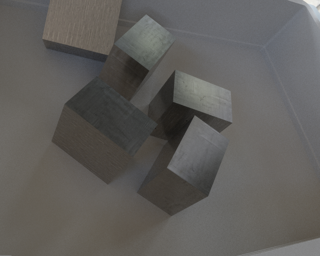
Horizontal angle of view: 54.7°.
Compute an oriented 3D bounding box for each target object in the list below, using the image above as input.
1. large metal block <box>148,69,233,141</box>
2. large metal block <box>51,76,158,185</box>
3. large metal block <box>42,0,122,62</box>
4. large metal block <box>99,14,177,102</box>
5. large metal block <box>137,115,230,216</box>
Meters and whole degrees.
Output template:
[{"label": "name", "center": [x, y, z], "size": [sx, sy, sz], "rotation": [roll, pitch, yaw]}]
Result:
[{"label": "large metal block", "center": [0.036, -0.020, 0.404], "size": [0.081, 0.080, 0.050], "rotation": [18, 55, -19]}, {"label": "large metal block", "center": [-0.062, 0.006, 0.335], "size": [0.080, 0.080, 0.050], "rotation": [38, 51, -3]}, {"label": "large metal block", "center": [-0.097, -0.136, 0.394], "size": [0.081, 0.050, 0.080], "rotation": [11, 89, -16]}, {"label": "large metal block", "center": [-0.032, -0.088, 0.408], "size": [0.050, 0.080, 0.080], "rotation": [37, 51, -5]}, {"label": "large metal block", "center": [0.027, 0.045, 0.359], "size": [0.050, 0.080, 0.080], "rotation": [36, 51, -5]}]
